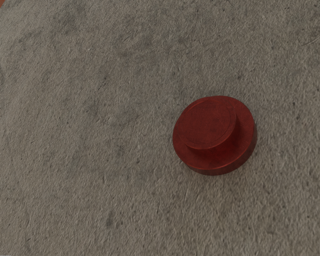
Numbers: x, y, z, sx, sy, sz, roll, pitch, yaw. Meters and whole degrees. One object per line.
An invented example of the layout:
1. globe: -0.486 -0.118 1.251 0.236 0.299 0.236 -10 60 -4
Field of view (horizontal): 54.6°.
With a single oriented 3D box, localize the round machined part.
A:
1. round machined part: 0.059 0.002 0.361 0.098 0.042 0.098 -13 56 21
